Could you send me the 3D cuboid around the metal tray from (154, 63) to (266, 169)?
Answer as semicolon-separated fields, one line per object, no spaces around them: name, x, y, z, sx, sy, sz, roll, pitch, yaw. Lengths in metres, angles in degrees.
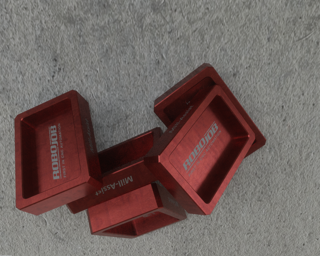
metal tray;0.065;-0.007;0.406;0.090;0.030;0.130;-37;107;12

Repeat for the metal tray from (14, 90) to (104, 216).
metal tray;-0.124;0.026;0.368;0.090;0.130;0.030;-23;147;7

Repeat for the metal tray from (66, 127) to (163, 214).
metal tray;-0.053;0.050;0.394;0.130;0.090;0.030;-23;109;8

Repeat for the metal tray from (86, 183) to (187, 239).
metal tray;-0.024;0.113;0.406;0.090;0.130;0.030;-23;64;8

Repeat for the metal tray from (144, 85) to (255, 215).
metal tray;0.052;0.023;0.361;0.090;0.030;0.130;50;58;-16
